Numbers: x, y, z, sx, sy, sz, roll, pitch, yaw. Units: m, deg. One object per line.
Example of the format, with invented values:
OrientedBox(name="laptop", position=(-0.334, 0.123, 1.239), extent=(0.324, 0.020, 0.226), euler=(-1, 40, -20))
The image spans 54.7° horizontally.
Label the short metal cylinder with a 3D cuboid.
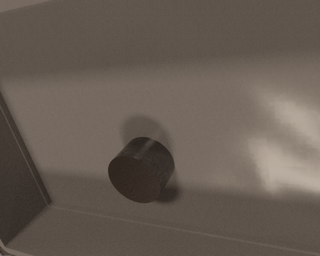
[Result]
OrientedBox(name="short metal cylinder", position=(-0.026, 0.060, 0.442), extent=(0.080, 0.050, 0.079), euler=(13, 124, 20))
